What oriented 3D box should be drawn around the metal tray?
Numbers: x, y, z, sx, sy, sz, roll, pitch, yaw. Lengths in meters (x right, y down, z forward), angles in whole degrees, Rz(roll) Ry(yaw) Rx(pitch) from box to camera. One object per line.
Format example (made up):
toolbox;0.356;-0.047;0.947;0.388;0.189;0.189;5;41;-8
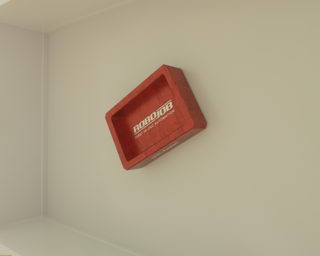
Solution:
metal tray;-0.011;-0.010;0.410;0.130;0.030;0.090;-35;69;34
